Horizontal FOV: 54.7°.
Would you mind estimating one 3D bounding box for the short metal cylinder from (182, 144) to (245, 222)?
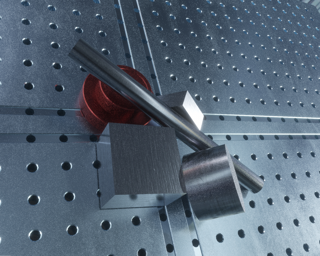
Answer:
[{"bbox_3d":[0.063,0.064,0.361,0.080,0.050,0.080,-17,90,-76],"label":"short metal cylinder"}]

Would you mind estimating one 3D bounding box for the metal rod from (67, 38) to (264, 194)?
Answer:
[{"bbox_3d":[0.022,-0.003,0.381,0.301,0.025,0.025,36,50,-21],"label":"metal rod"}]

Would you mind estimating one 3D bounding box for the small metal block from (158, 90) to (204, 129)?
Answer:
[{"bbox_3d":[0.022,-0.019,0.405,0.050,0.050,0.025,51,45,-39],"label":"small metal block"}]

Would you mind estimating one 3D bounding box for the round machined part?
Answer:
[{"bbox_3d":[-0.049,-0.042,0.397,0.099,0.042,0.098,14,56,-21],"label":"round machined part"}]

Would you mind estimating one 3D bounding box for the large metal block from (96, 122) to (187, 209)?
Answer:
[{"bbox_3d":[-0.024,0.043,0.351,0.081,0.050,0.080,5,60,-26],"label":"large metal block"}]
